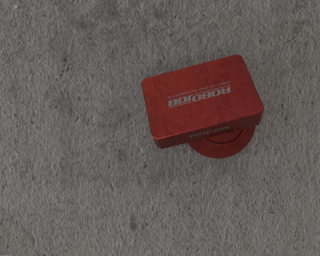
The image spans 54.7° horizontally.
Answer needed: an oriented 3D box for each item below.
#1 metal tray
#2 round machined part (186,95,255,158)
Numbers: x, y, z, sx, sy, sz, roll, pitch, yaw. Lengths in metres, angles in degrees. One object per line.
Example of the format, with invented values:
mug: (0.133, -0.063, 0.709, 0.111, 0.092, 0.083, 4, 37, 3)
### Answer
metal tray: (0.049, -0.034, 0.384, 0.131, 0.030, 0.090, -14, 61, 3)
round machined part: (0.076, -0.009, 0.402, 0.099, 0.042, 0.097, 0, 90, 0)
